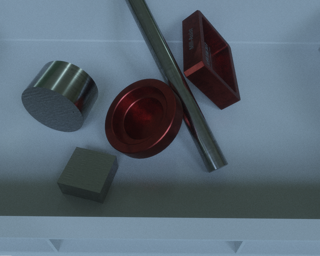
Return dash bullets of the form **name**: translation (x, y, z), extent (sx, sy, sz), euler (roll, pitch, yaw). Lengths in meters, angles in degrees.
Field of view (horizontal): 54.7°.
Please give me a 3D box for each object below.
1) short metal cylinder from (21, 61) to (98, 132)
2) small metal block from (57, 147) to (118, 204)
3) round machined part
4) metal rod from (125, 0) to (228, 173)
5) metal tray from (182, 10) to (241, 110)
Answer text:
- **short metal cylinder**: translation (-0.127, -0.040, 0.401), extent (0.080, 0.080, 0.050), euler (11, 51, 9)
- **small metal block**: translation (-0.082, 0.054, 0.359), extent (0.050, 0.025, 0.050), euler (12, 51, 9)
- **round machined part**: translation (-0.016, -0.008, 0.383), extent (0.098, 0.042, 0.098), euler (-13, 61, 25)
- **metal rod**: translation (0.009, -0.083, 0.404), extent (0.025, 0.025, 0.299), euler (-20, 75, -17)
- **metal tray**: translation (0.073, -0.101, 0.450), extent (0.030, 0.090, 0.130), euler (-29, 41, 32)
